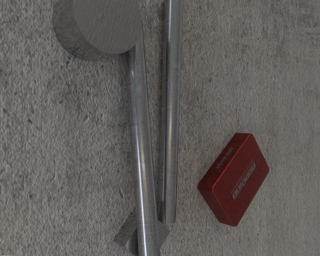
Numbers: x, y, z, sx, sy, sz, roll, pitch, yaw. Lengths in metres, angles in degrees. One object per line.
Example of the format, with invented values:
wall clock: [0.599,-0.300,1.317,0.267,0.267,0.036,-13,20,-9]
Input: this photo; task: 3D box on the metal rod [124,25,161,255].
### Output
metal rod: [-0.022,0.020,0.366,0.025,0.025,0.298,-1,85,-40]

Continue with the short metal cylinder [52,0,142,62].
short metal cylinder: [-0.066,-0.115,0.332,0.081,0.050,0.079,0,90,-40]

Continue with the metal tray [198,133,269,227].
metal tray: [0.125,0.081,0.506,0.131,0.030,0.090,-47,118,-30]

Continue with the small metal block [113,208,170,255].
small metal block: [-0.022,0.135,0.387,0.050,0.025,0.050,50,60,-28]

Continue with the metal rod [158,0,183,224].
metal rod: [0.014,-0.025,0.415,0.025,0.025,0.298,3,88,-40]
